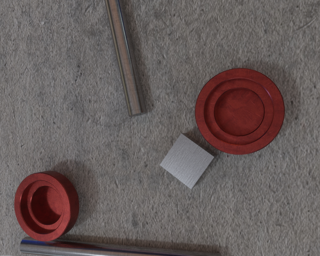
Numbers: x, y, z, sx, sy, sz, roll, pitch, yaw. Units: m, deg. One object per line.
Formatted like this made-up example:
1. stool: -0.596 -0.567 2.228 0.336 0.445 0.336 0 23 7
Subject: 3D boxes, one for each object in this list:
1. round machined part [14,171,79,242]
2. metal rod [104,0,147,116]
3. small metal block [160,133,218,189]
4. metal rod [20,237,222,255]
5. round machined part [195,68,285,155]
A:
1. round machined part: -0.160 0.111 0.457 0.098 0.042 0.097 0 90 20
2. metal rod: -0.062 -0.164 0.430 0.025 0.025 0.298 -14 85 19
3. small metal block: 0.037 0.041 0.396 0.050 0.025 0.050 36 101 16
4. metal rod: -0.067 0.175 0.432 0.301 0.025 0.025 -3 89 19
5. round machined part: 0.094 -0.019 0.367 0.098 0.042 0.097 0 90 20
